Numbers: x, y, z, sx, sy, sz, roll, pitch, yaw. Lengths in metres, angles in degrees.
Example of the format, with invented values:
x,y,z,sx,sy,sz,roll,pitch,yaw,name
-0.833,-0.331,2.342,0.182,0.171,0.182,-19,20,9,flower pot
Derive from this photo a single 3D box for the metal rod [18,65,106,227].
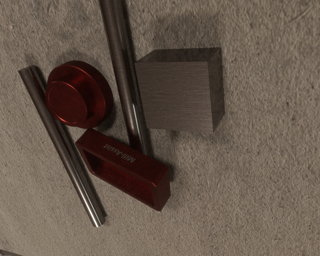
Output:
x,y,z,sx,sy,sz,roll,pitch,yaw,name
-0.154,0.043,0.511,0.025,0.025,0.298,-4,117,29,metal rod

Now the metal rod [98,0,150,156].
x,y,z,sx,sy,sz,roll,pitch,yaw,name
-0.046,-0.082,0.378,0.025,0.025,0.298,5,121,25,metal rod

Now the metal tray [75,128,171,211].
x,y,z,sx,sy,sz,roll,pitch,yaw,name
-0.050,0.059,0.435,0.130,0.030,0.090,24,149,21,metal tray

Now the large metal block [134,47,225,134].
x,y,z,sx,sy,sz,roll,pitch,yaw,name
0.025,-0.044,0.349,0.080,0.050,0.079,5,121,25,large metal block

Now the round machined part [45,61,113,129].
x,y,z,sx,sy,sz,roll,pitch,yaw,name
-0.118,-0.041,0.431,0.098,0.042,0.097,13,124,20,round machined part
